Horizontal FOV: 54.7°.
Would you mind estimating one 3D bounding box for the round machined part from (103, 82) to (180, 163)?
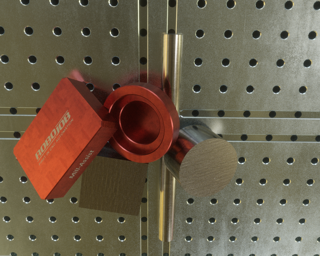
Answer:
[{"bbox_3d":[-0.021,-0.009,0.387,0.098,0.042,0.097,9,111,24],"label":"round machined part"}]

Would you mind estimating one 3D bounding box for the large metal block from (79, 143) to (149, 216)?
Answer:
[{"bbox_3d":[-0.061,0.067,0.424,0.081,0.050,0.079,10,110,-4],"label":"large metal block"}]

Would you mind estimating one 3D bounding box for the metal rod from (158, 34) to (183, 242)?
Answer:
[{"bbox_3d":[0.013,0.027,0.424,0.025,0.025,0.298,1,110,-1],"label":"metal rod"}]

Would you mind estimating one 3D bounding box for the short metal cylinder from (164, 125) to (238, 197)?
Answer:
[{"bbox_3d":[0.052,0.042,0.402,0.081,0.050,0.079,-7,112,-19],"label":"short metal cylinder"}]

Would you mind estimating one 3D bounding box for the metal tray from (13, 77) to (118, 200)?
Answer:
[{"bbox_3d":[-0.122,0.014,0.388,0.130,0.030,0.090,-50,65,15],"label":"metal tray"}]
